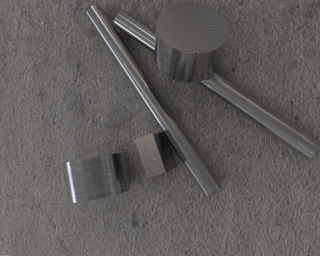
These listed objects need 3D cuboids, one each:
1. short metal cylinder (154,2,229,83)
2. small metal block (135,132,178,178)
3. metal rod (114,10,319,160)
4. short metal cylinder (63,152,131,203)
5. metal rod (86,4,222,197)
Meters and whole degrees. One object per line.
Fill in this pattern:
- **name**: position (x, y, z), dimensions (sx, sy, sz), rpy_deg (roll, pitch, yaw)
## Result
- **short metal cylinder**: position (0.035, -0.100, 0.363), dimensions (0.081, 0.050, 0.080), rpy_deg (2, 61, -3)
- **small metal block**: position (-0.004, 0.033, 0.397), dimensions (0.025, 0.050, 0.050), rpy_deg (-21, 83, 19)
- **metal rod**: position (0.060, -0.062, 0.387), dimensions (0.300, 0.025, 0.025), rpy_deg (38, 102, 16)
- **short metal cylinder**: position (-0.083, 0.064, 0.409), dimensions (0.080, 0.080, 0.050), rpy_deg (-12, 86, 19)
- **metal rod**: position (-0.014, -0.044, 0.413), dimensions (0.025, 0.025, 0.299), rpy_deg (-37, 79, 16)
